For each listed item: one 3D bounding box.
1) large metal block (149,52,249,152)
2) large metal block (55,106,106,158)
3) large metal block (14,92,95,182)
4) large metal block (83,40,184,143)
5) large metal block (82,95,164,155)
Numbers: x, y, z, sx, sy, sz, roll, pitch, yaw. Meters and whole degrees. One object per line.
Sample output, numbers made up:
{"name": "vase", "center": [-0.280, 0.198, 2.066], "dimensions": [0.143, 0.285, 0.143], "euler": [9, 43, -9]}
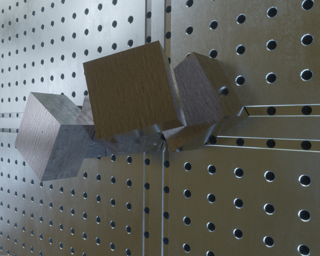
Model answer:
{"name": "large metal block", "center": [0.040, -0.027, 0.358], "dimensions": [0.080, 0.050, 0.080], "euler": [-37, 68, 33]}
{"name": "large metal block", "center": [-0.134, 0.009, 0.481], "dimensions": [0.050, 0.081, 0.080], "euler": [-8, 85, 39]}
{"name": "large metal block", "center": [-0.136, 0.009, 0.397], "dimensions": [0.080, 0.050, 0.079], "euler": [38, 113, 33]}
{"name": "large metal block", "center": [-0.026, -0.034, 0.323], "dimensions": [0.080, 0.050, 0.080], "euler": [-14, 80, 9]}
{"name": "large metal block", "center": [-0.048, -0.006, 0.410], "dimensions": [0.080, 0.081, 0.050], "euler": [24, 105, 37]}
